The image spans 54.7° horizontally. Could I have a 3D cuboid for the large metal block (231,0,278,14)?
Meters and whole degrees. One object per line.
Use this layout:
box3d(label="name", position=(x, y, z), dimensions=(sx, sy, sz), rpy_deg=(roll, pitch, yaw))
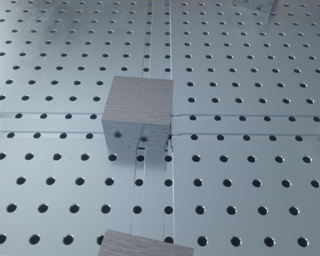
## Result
box3d(label="large metal block", position=(0.202, -0.285, 0.633), dimensions=(0.080, 0.050, 0.080), rpy_deg=(23, 53, 17))

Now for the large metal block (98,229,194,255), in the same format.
box3d(label="large metal block", position=(-0.018, 0.144, 0.270), dimensions=(0.080, 0.050, 0.080), rpy_deg=(10, 51, 8))

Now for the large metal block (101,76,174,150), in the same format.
box3d(label="large metal block", position=(-0.026, -0.021, 0.409), dimensions=(0.080, 0.050, 0.080), rpy_deg=(5, 50, 3))
